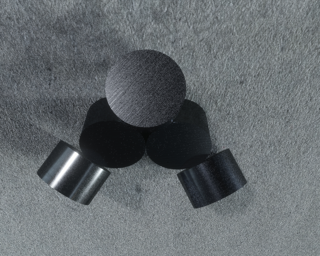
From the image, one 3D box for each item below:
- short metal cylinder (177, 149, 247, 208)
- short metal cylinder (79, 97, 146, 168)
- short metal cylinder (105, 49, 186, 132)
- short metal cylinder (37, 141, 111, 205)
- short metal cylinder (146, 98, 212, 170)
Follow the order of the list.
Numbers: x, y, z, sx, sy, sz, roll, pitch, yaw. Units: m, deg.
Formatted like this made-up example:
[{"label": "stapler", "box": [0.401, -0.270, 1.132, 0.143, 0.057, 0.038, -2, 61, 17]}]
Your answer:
[{"label": "short metal cylinder", "box": [0.070, 0.068, 0.423, 0.080, 0.080, 0.050, -30, 83, 23]}, {"label": "short metal cylinder", "box": [-0.058, 0.006, 0.396, 0.081, 0.050, 0.079, 0, 130, 0]}, {"label": "short metal cylinder", "box": [-0.015, -0.037, 0.333, 0.081, 0.080, 0.050, 1, 173, -1]}, {"label": "short metal cylinder", "box": [-0.113, 0.059, 0.413, 0.080, 0.080, 0.050, 39, 80, -28]}, {"label": "short metal cylinder", "box": [0.023, 0.008, 0.399, 0.081, 0.050, 0.079, 0, 130, 0]}]
